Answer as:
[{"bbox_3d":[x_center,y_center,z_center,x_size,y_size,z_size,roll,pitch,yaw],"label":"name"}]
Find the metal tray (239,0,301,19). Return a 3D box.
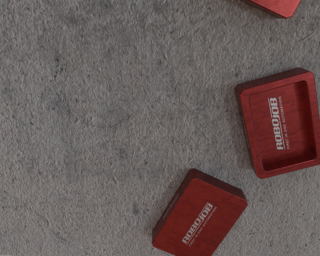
[{"bbox_3d":[0.104,-0.188,0.339,0.131,0.030,0.089,22,109,-8],"label":"metal tray"}]

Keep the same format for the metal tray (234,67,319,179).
[{"bbox_3d":[0.157,-0.004,0.406,0.090,0.030,0.129,-16,110,5],"label":"metal tray"}]

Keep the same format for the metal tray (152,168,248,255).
[{"bbox_3d":[0.056,0.133,0.457,0.090,0.030,0.129,26,108,-9],"label":"metal tray"}]
